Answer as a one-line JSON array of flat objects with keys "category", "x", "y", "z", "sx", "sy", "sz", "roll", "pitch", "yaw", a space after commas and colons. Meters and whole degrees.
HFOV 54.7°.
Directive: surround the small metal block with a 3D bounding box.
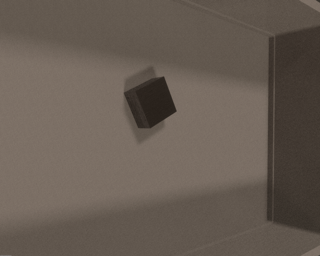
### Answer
[{"category": "small metal block", "x": -0.011, "y": -0.033, "z": 0.399, "sx": 0.050, "sy": 0.025, "sz": 0.050, "roll": -34, "pitch": 111, "yaw": -35}]
